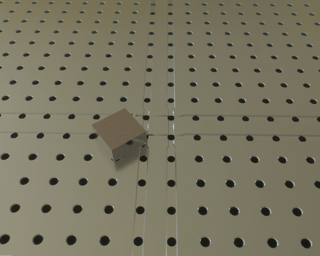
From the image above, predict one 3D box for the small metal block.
[{"bbox_3d":[-0.052,0.008,0.401,0.050,0.025,0.050,-29,56,-23],"label":"small metal block"}]
